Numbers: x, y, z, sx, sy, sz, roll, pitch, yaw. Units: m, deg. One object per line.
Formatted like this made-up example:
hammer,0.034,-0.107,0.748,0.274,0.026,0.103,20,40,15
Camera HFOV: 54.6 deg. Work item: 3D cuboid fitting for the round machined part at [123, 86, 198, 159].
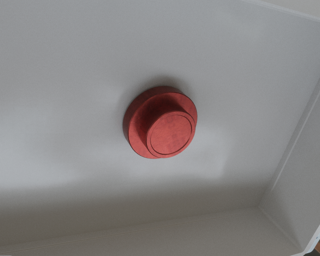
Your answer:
round machined part,0.006,-0.001,0.396,0.099,0.042,0.097,-14,124,-21
